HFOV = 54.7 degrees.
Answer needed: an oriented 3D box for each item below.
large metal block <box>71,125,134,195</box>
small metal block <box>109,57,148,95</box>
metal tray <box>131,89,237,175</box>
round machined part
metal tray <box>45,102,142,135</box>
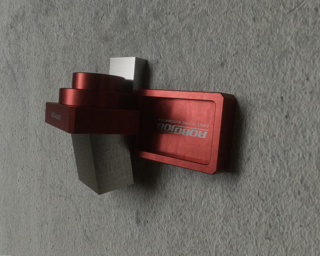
[{"bbox_3d":[-0.082,0.037,0.431,0.080,0.050,0.079,11,111,57],"label":"large metal block"},{"bbox_3d":[-0.047,-0.074,0.443,0.050,0.025,0.050,9,95,39],"label":"small metal block"},{"bbox_3d":[0.024,0.000,0.382,0.130,0.030,0.089,8,95,39],"label":"metal tray"},{"bbox_3d":[-0.082,-0.049,0.410,0.098,0.099,0.042,8,95,39],"label":"round machined part"},{"bbox_3d":[-0.094,-0.015,0.417,0.130,0.091,0.030,12,99,57],"label":"metal tray"}]
